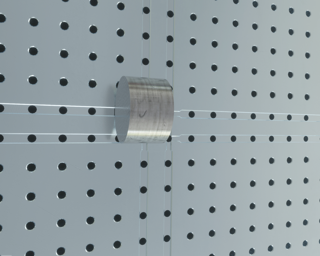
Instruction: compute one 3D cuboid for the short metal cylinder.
[{"bbox_3d":[-0.022,-0.021,0.375,0.050,0.080,0.080,1,90,-20],"label":"short metal cylinder"}]
